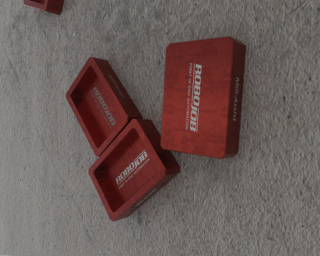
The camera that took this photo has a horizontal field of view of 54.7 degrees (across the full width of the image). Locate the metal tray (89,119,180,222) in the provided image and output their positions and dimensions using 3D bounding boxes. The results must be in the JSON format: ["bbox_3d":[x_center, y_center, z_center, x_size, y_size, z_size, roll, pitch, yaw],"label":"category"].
[{"bbox_3d":[-0.042,0.060,0.435,0.129,0.030,0.090,-46,63,30],"label":"metal tray"}]

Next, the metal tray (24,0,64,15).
[{"bbox_3d":[-0.206,-0.284,0.571,0.090,0.030,0.129,27,107,36],"label":"metal tray"}]

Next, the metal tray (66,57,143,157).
[{"bbox_3d":[-0.090,-0.033,0.475,0.090,0.030,0.130,-47,62,29],"label":"metal tray"}]

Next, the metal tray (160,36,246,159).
[{"bbox_3d":[0.048,-0.035,0.362,0.090,0.030,0.129,6,94,39],"label":"metal tray"}]
